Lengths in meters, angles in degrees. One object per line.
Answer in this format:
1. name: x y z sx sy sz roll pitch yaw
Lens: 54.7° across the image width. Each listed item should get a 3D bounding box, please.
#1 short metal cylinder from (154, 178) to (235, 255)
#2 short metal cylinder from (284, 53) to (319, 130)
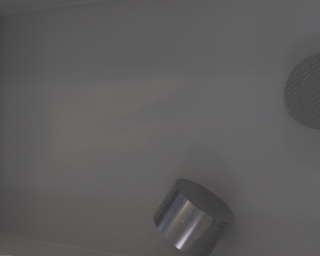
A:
1. short metal cylinder: 0.040 0.104 0.367 0.080 0.080 0.050 35 101 16
2. short metal cylinder: 0.177 -0.038 0.334 0.080 0.050 0.080 0 90 20
